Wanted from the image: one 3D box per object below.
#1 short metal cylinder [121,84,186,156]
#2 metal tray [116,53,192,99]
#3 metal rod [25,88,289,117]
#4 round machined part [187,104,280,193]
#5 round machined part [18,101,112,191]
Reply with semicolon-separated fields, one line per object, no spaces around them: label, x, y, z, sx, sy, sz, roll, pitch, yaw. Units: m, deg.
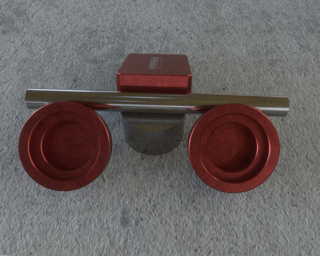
short metal cylinder;-0.008;-0.011;0.398;0.081;0.050;0.080;0;50;0
metal tray;-0.005;-0.076;0.430;0.091;0.030;0.130;2;24;1
metal rod;-0.004;-0.030;0.366;0.302;0.025;0.025;2;50;1
round machined part;0.080;0.021;0.354;0.099;0.042;0.097;0;93;0
round machined part;-0.104;0.020;0.355;0.099;0.042;0.097;0;88;-1
